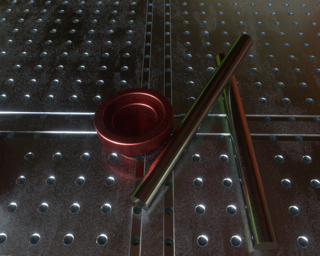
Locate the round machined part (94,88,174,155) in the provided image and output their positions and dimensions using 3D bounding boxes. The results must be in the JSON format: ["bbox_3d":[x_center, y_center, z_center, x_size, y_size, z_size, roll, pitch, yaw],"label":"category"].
[{"bbox_3d":[-0.031,-0.004,0.396,0.099,0.042,0.098,-2,48,3],"label":"round machined part"}]

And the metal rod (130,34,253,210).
[{"bbox_3d":[0.055,-0.026,0.409,0.025,0.025,0.301,25,60,19],"label":"metal rod"}]

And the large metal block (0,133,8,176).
[{"bbox_3d":[-0.233,0.040,0.355,0.081,0.050,0.080,-5,50,-5],"label":"large metal block"}]

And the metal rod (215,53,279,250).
[{"bbox_3d":[0.104,0.003,0.405,0.025,0.025,0.300,0,50,-1],"label":"metal rod"}]
